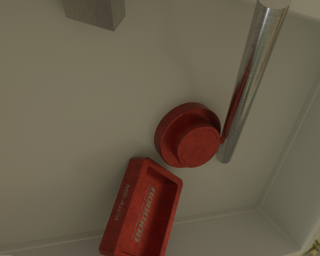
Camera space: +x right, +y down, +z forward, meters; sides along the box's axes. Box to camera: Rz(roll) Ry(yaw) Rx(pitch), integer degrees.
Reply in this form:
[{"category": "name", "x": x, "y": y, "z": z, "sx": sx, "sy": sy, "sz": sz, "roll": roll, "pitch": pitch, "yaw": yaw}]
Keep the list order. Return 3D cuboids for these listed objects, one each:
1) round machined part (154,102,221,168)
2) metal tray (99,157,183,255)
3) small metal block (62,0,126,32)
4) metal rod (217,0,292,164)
[{"category": "round machined part", "x": 0.045, "y": 0.017, "z": 0.435, "sx": 0.099, "sy": 0.042, "sz": 0.097, "roll": -14, "pitch": 125, "yaw": -21}, {"category": "metal tray", "x": -0.020, "y": 0.115, "z": 0.420, "sx": 0.090, "sy": 0.030, "sz": 0.130, "roll": 39, "pitch": 58, "yaw": -39}, {"category": "small metal block", "x": -0.060, "y": -0.120, "z": 0.274, "sx": 0.050, "sy": 0.050, "sz": 0.025, "roll": 93, "pitch": 18, "yaw": -57}, {"category": "metal rod", "x": 0.096, "y": -0.027, "z": 0.368, "sx": 0.025, "sy": 0.025, "sz": 0.299, "roll": -27, "pitch": 153, "yaw": -12}]
